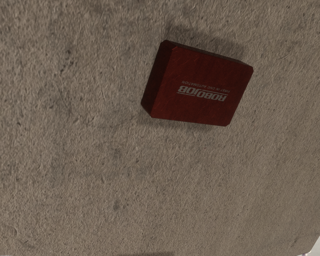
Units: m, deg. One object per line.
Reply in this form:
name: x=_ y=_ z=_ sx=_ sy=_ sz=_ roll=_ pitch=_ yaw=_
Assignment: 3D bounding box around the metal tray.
metal tray: x=0.050 y=-0.053 z=0.400 sx=0.131 sy=0.030 sz=0.089 roll=6 pitch=116 yaw=-32
